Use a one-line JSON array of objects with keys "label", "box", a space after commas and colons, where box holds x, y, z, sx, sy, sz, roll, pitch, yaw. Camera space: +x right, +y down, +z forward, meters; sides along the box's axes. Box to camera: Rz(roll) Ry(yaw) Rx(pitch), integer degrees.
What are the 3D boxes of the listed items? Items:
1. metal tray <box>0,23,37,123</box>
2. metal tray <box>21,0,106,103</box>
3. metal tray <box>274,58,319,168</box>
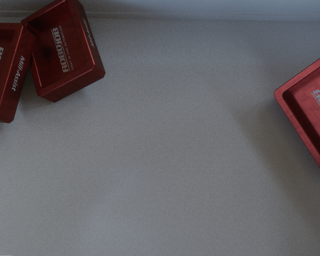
[{"label": "metal tray", "box": [-0.227, -0.076, 0.414, 0.090, 0.030, 0.129, 6, 77, 15]}, {"label": "metal tray", "box": [-0.138, -0.112, 0.431, 0.090, 0.030, 0.130, -25, 71, 12]}, {"label": "metal tray", "box": [0.214, -0.016, 0.382, 0.030, 0.090, 0.130, -8, 65, -43]}]
